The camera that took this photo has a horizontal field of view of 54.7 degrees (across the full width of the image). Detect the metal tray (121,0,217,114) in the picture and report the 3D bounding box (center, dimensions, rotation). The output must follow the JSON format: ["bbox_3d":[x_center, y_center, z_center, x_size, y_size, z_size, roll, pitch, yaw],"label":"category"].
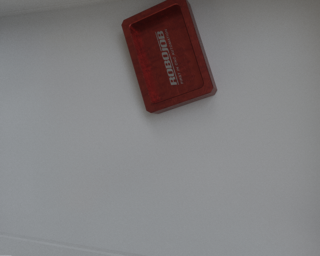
[{"bbox_3d":[0.011,-0.093,0.403,0.090,0.030,0.129,-18,84,18],"label":"metal tray"}]
